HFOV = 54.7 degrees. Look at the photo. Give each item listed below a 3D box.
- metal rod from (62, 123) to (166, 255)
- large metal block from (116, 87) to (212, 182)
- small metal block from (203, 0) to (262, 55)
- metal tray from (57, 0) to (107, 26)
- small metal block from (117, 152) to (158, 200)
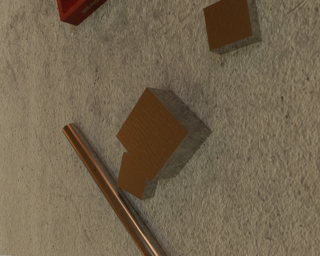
[{"bbox_3d":[-0.068,0.100,0.458,0.300,0.025,0.025,49,119,28],"label":"metal rod"},{"bbox_3d":[0.003,0.007,0.385,0.080,0.050,0.080,49,119,28],"label":"large metal block"},{"bbox_3d":[0.079,-0.114,0.339,0.050,0.025,0.050,-12,83,39],"label":"small metal block"},{"bbox_3d":[-0.118,-0.237,0.496,0.130,0.030,0.090,-22,76,37],"label":"metal tray"},{"bbox_3d":[-0.029,0.064,0.427,0.050,0.025,0.050,21,103,37],"label":"small metal block"}]
